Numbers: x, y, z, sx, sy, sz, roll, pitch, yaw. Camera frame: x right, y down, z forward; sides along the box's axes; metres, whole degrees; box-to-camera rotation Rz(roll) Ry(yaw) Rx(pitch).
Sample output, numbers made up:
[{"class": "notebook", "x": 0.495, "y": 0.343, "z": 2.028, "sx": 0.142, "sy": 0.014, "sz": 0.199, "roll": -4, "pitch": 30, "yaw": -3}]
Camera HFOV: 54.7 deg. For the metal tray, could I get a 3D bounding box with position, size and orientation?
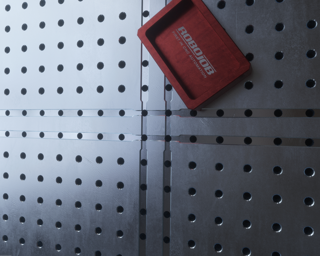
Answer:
[{"class": "metal tray", "x": 0.042, "y": -0.098, "z": 0.394, "sx": 0.090, "sy": 0.030, "sz": 0.130, "roll": -36, "pitch": 79, "yaw": 16}]
